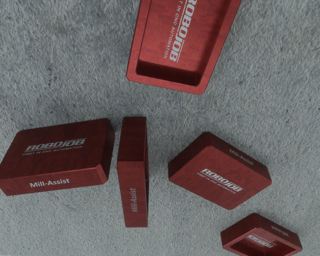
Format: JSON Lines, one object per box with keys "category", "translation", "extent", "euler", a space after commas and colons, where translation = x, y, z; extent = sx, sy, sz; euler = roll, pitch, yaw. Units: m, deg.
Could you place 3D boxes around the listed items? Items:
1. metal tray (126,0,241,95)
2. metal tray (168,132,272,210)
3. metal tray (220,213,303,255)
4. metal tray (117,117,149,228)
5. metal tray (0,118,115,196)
{"category": "metal tray", "translation": [0.021, -0.102, 0.317], "extent": [0.091, 0.030, 0.129], "euler": [10, 130, -9]}
{"category": "metal tray", "translation": [0.089, 0.068, 0.463], "extent": [0.131, 0.030, 0.090], "euler": [30, 124, -23]}
{"category": "metal tray", "translation": [0.192, 0.216, 0.589], "extent": [0.131, 0.030, 0.090], "euler": [30, 124, -24]}
{"category": "metal tray", "translation": [-0.032, 0.060, 0.415], "extent": [0.030, 0.090, 0.129], "euler": [0, 130, 0]}
{"category": "metal tray", "translation": [-0.128, 0.035, 0.392], "extent": [0.131, 0.090, 0.030], "euler": [-8, 130, 6]}
